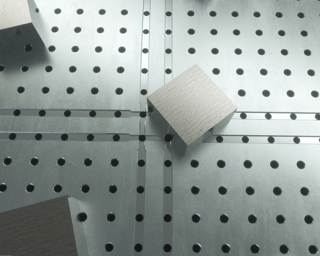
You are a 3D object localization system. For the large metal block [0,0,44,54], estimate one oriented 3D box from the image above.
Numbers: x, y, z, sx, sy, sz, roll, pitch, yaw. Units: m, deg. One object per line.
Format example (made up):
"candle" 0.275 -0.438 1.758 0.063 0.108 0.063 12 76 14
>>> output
"large metal block" -0.226 -0.161 0.455 0.081 0.050 0.080 -16 71 -6

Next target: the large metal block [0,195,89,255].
"large metal block" -0.131 0.129 0.350 0.081 0.050 0.080 -14 71 -6

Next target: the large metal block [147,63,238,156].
"large metal block" 0.040 -0.023 0.408 0.080 0.050 0.080 -36 74 -12
